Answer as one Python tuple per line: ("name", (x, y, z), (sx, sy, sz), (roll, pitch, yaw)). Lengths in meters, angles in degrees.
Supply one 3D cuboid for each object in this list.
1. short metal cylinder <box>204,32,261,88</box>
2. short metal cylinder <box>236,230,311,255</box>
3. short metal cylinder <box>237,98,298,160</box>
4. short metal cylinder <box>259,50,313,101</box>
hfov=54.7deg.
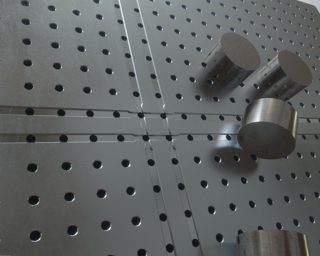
("short metal cylinder", (0.124, -0.116, 0.532), (0.081, 0.050, 0.080), (14, 56, -21))
("short metal cylinder", (0.129, 0.152, 0.352), (0.081, 0.080, 0.050), (18, 55, -19))
("short metal cylinder", (0.161, 0.002, 0.461), (0.080, 0.080, 0.050), (33, 51, -8))
("short metal cylinder", (0.236, -0.098, 0.583), (0.081, 0.050, 0.080), (14, 56, -21))
